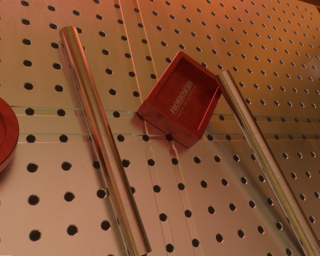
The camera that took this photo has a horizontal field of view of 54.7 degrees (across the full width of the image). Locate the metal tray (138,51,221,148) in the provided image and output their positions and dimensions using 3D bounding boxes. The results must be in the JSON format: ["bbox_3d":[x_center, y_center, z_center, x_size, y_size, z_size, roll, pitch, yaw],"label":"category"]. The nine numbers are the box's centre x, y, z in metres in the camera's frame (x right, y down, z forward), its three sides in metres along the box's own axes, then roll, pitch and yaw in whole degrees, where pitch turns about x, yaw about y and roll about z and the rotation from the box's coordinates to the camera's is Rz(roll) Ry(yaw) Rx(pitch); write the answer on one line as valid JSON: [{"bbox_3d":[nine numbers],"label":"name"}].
[{"bbox_3d":[0.036,-0.046,0.453,0.090,0.030,0.130,35,51,-6],"label":"metal tray"}]

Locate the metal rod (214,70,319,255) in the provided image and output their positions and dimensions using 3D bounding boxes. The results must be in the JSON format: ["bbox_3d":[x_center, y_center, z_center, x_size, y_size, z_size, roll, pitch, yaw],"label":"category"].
[{"bbox_3d":[0.155,0.053,0.440,0.025,0.025,0.299,-18,78,-35],"label":"metal rod"}]

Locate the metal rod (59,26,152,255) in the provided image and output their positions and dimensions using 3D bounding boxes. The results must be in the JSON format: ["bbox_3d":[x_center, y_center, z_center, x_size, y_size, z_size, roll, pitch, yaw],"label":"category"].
[{"bbox_3d":[-0.072,0.001,0.369,0.025,0.025,0.299,-9,66,-32],"label":"metal rod"}]

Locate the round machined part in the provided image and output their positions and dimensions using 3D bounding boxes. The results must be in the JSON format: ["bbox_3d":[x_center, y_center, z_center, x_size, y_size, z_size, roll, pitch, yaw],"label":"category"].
[{"bbox_3d":[-0.188,0.010,0.290,0.099,0.042,0.098,14,56,-21],"label":"round machined part"}]
